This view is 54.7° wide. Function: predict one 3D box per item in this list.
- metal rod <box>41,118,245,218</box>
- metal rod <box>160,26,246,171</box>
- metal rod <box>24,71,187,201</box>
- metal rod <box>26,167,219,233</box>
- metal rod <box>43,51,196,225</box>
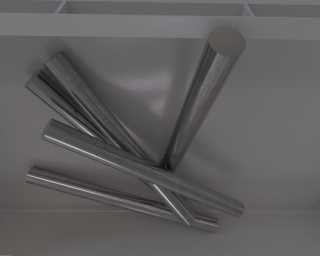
[{"bbox_3d":[-0.002,0.062,0.402,0.301,0.025,0.025,27,125,-26],"label":"metal rod"},{"bbox_3d":[0.026,0.006,0.335,0.025,0.025,0.299,6,155,-5],"label":"metal rod"},{"bbox_3d":[-0.057,0.034,0.436,0.025,0.025,0.300,-30,124,23],"label":"metal rod"},{"bbox_3d":[-0.054,0.114,0.483,0.302,0.025,0.025,17,128,-6],"label":"metal rod"},{"bbox_3d":[-0.038,0.030,0.407,0.025,0.025,0.300,-27,118,21],"label":"metal rod"}]
